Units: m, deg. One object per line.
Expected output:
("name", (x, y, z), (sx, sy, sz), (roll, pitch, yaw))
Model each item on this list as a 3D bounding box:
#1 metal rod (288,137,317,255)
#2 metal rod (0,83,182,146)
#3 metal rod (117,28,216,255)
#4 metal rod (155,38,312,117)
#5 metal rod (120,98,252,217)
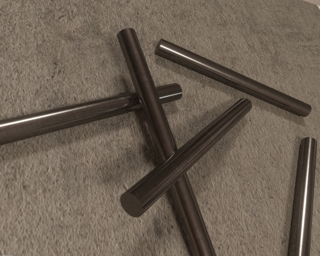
("metal rod", (0.200, 0.128, 0.435), (0.025, 0.025, 0.301), (33, 51, -7))
("metal rod", (-0.094, -0.016, 0.363), (0.302, 0.025, 0.025), (-17, 71, -35))
("metal rod", (0.004, 0.013, 0.376), (0.025, 0.025, 0.299), (-11, 74, -33))
("metal rod", (0.134, -0.080, 0.526), (0.302, 0.025, 0.025), (19, 54, -17))
("metal rod", (0.056, 0.016, 0.388), (0.025, 0.025, 0.302), (50, 39, 6))
